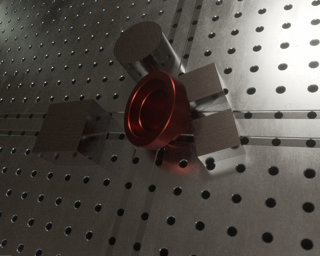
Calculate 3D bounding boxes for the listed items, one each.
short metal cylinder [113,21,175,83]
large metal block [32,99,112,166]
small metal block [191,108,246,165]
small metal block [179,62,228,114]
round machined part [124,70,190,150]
[{"bbox_3d":[-0.023,-0.115,0.473,0.080,0.050,0.080,-13,56,20],"label":"short metal cylinder"},{"bbox_3d":[-0.126,0.008,0.451,0.080,0.050,0.080,-4,60,26],"label":"large metal block"},{"bbox_3d":[0.068,0.010,0.365,0.050,0.025,0.050,-18,55,17],"label":"small metal block"},{"bbox_3d":[0.057,-0.052,0.410,0.050,0.025,0.050,-19,54,16],"label":"small metal block"},{"bbox_3d":[0.000,-0.020,0.393,0.098,0.042,0.098,-23,59,44],"label":"round machined part"}]
